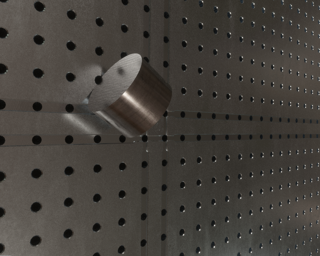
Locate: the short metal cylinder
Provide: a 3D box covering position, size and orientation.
[{"bbox_3d":[-0.034,-0.036,0.347,0.050,0.080,0.080,41,65,-33],"label":"short metal cylinder"}]
